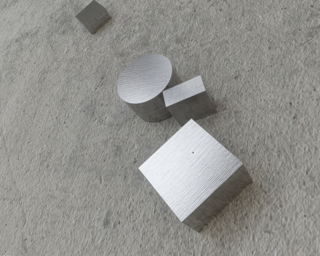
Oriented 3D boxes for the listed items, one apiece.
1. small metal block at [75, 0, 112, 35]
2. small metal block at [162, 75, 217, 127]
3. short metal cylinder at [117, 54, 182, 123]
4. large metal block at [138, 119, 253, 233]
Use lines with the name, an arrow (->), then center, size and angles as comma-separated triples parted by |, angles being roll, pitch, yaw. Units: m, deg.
small metal block -> -0.129, -0.216, 0.602 | 0.050, 0.025, 0.050 | -42, 51, -1
small metal block -> 0.038, -0.032, 0.387 | 0.050, 0.050, 0.025 | -22, 54, 15
short metal cylinder -> -0.011, -0.054, 0.426 | 0.080, 0.050, 0.080 | -13, 56, 20
large metal block -> 0.038, 0.051, 0.336 | 0.080, 0.050, 0.080 | -43, 51, -2
